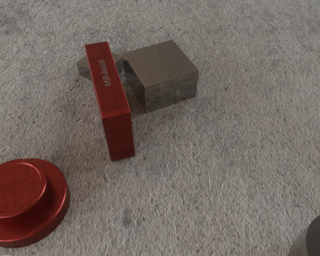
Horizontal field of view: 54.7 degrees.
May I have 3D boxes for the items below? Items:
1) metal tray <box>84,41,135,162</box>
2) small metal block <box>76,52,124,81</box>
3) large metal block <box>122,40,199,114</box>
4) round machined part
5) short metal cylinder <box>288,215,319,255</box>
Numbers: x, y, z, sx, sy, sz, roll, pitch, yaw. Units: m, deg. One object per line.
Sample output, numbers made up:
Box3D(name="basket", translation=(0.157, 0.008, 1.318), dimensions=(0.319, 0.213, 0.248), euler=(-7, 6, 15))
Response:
Box3D(name="metal tray", translation=(-0.064, -0.035, 0.389), dimensions=(0.030, 0.090, 0.130), euler=(-13, 51, -11))
Box3D(name="small metal block", translation=(-0.092, -0.097, 0.484), dimensions=(0.050, 0.025, 0.050), euler=(27, 55, 21))
Box3D(name="large metal block", translation=(0.000, -0.077, 0.452), dimensions=(0.081, 0.050, 0.080), euler=(-20, 53, -16))
Box3D(name="round machined part", translation=(-0.151, 0.072, 0.331), dimensions=(0.099, 0.042, 0.098), euler=(0, 50, 0))
Box3D(name="short metal cylinder", translation=(0.167, 0.124, 0.284), dimensions=(0.081, 0.050, 0.080), euler=(0, 50, 0))
